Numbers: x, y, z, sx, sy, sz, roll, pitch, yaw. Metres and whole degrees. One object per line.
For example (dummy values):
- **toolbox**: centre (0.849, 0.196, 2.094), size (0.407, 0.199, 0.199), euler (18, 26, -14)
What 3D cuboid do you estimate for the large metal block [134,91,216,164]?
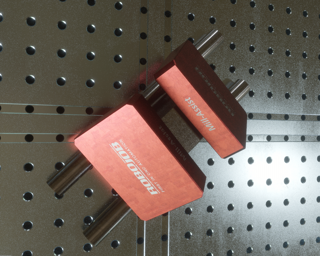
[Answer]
- **large metal block**: centre (0.014, -0.002, 0.389), size (0.080, 0.080, 0.050), euler (-44, 104, -15)

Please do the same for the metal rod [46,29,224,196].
- **metal rod**: centre (-0.022, -0.029, 0.406), size (0.301, 0.025, 0.025), euler (-44, 104, -15)

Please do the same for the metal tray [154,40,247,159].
- **metal tray**: centre (0.055, -0.037, 0.376), size (0.130, 0.030, 0.090), euler (49, 31, -14)

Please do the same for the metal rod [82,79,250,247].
- **metal rod**: centre (0.018, 0.037, 0.421), size (0.301, 0.025, 0.025), euler (-44, 104, -15)

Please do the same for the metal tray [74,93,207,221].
- **metal tray**: centre (-0.021, 0.037, 0.348), size (0.090, 0.030, 0.130), euler (-31, 105, 27)
